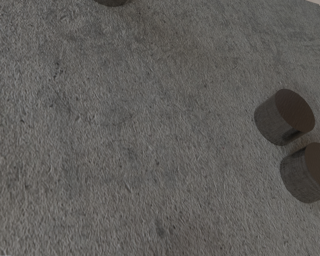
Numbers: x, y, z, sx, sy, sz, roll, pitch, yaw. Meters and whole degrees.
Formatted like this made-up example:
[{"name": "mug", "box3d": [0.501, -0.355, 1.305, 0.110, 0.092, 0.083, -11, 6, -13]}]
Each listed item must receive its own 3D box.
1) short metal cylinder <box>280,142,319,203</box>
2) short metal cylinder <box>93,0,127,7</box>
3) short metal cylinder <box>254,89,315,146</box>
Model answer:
[{"name": "short metal cylinder", "box3d": [0.232, 0.068, 0.471, 0.081, 0.050, 0.080, 14, 56, -21]}, {"name": "short metal cylinder", "box3d": [-0.081, -0.241, 0.491, 0.081, 0.050, 0.080, 14, 56, -21]}, {"name": "short metal cylinder", "box3d": [0.203, -0.017, 0.507, 0.081, 0.050, 0.080, 14, 56, -21]}]
